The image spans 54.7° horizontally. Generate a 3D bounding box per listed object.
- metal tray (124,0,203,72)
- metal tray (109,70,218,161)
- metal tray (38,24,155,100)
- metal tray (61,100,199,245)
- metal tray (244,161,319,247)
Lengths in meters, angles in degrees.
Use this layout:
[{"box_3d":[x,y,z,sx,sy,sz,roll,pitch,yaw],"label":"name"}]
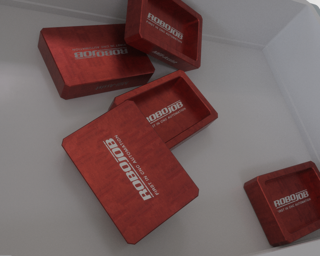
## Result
[{"box_3d":[0.011,-0.144,0.448,0.131,0.030,0.090,15,75,-46],"label":"metal tray"},{"box_3d":[0.008,-0.019,0.417,0.131,0.030,0.090,-30,78,-38],"label":"metal tray"},{"box_3d":[-0.082,-0.093,0.415,0.131,0.030,0.090,-17,71,-35],"label":"metal tray"},{"box_3d":[-0.032,0.045,0.336,0.090,0.030,0.130,-34,80,-15],"label":"metal tray"},{"box_3d":[0.191,0.103,0.441,0.131,0.030,0.090,-8,66,-32],"label":"metal tray"}]
